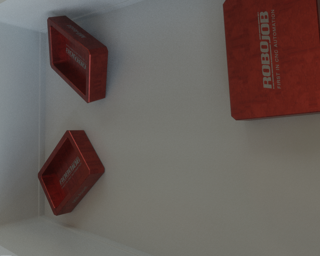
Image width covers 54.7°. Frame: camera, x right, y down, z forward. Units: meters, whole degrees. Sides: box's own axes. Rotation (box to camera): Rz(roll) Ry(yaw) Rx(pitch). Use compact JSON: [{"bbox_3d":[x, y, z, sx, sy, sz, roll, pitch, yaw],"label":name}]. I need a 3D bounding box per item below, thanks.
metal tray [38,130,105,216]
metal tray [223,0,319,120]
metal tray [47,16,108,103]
[{"bbox_3d":[-0.155,0.076,0.528,0.129,0.030,0.090,-49,62,28],"label":"metal tray"},{"bbox_3d":[0.114,-0.075,0.308,0.090,0.030,0.129,-6,86,39],"label":"metal tray"},{"bbox_3d":[-0.132,-0.110,0.489,0.130,0.030,0.089,41,137,32],"label":"metal tray"}]
